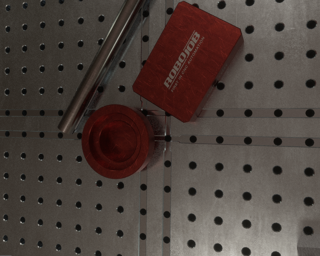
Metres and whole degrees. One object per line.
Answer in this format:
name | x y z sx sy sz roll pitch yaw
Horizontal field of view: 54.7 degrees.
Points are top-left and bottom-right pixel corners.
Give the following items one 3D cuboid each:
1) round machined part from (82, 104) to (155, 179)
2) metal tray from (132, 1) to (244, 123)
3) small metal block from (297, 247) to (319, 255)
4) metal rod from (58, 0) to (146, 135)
round machined part | -0.053 0.017 0.421 0.098 0.042 0.097 0 90 19
metal tray | 0.034 -0.082 0.397 0.090 0.030 0.129 33 100 16
small metal block | 0.179 0.152 0.336 0.050 0.050 0.025 -4 89 19
metal rod | -0.064 -0.123 0.434 0.025 0.025 0.299 34 101 16
